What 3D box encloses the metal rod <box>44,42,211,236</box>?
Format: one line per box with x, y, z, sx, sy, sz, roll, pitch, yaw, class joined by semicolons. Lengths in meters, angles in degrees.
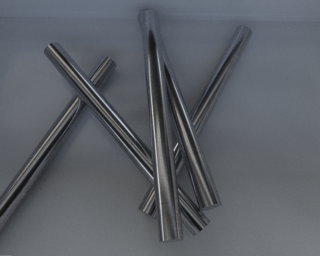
-0.049;0.003;0.380;0.025;0.025;0.300;-38;75;-13;metal rod

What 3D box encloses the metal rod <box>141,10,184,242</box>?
-0.002;-0.023;0.371;0.025;0.025;0.299;-4;65;-2;metal rod

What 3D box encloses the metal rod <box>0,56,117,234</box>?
-0.145;0.028;0.397;0.025;0.025;0.300;28;72;9;metal rod

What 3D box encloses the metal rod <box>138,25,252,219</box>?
0.055;-0.021;0.417;0.025;0.025;0.300;27;72;9;metal rod

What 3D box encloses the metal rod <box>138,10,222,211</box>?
0.017;-0.041;0.405;0.025;0.025;0.299;-14;63;-5;metal rod
